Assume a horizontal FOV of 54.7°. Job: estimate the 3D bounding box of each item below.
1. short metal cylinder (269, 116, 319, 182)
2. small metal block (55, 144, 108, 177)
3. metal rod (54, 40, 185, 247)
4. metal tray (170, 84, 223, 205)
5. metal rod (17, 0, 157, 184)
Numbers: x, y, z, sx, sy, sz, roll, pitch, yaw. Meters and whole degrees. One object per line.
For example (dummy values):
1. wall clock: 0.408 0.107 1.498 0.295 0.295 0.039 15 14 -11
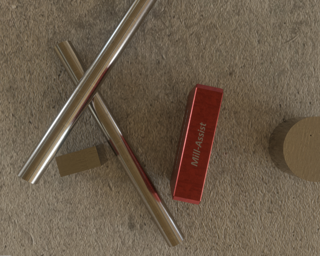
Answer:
1. short metal cylinder: 0.189 0.026 0.400 0.081 0.050 0.079 0 90 -1
2. small metal block: -0.098 0.040 0.396 0.050 0.050 0.025 -16 90 0
3. metal rod: -0.053 0.021 0.409 0.025 0.025 0.299 -30 90 0
4. metal tray: 0.041 0.017 0.378 0.030 0.090 0.129 12 90 0
5. metal rod: -0.079 -0.067 0.386 0.025 0.025 0.300 31 81 -1
